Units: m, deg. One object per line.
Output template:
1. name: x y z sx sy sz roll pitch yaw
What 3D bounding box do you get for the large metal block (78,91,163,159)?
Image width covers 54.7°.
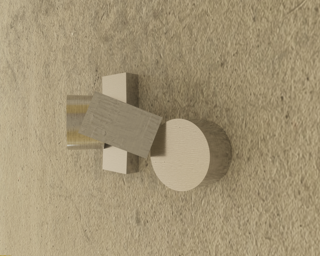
1. large metal block: -0.047 -0.002 0.383 0.080 0.080 0.050 21 87 -5

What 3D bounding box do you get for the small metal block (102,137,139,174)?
1. small metal block: -0.057 0.037 0.450 0.050 0.025 0.050 4 92 39

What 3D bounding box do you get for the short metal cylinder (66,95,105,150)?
1. short metal cylinder: -0.109 -0.008 0.454 0.080 0.050 0.079 180 89 -75

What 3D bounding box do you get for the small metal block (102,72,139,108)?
1. small metal block: -0.058 -0.051 0.451 0.050 0.025 0.050 -1 89 39

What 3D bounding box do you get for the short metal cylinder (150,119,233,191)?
1. short metal cylinder: 0.036 0.029 0.359 0.080 0.050 0.079 0 90 39
